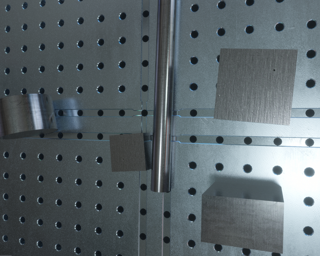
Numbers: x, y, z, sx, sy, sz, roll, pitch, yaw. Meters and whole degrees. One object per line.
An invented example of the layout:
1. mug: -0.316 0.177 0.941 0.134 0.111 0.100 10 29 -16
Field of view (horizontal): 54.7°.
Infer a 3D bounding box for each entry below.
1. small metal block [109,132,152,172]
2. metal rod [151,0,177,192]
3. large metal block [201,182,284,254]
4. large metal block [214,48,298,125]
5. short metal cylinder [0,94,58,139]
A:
1. small metal block: -0.040 0.033 0.426 0.050 0.025 0.050 -5 88 19
2. metal rod: 0.006 -0.066 0.409 0.025 0.025 0.298 2 91 19
3. large metal block: 0.095 0.096 0.350 0.080 0.080 0.050 1 91 19
4. large metal block: 0.111 -0.046 0.360 0.080 0.050 0.079 6 92 19
5. short metal cylinder: -0.194 -0.016 0.450 0.080 0.080 0.050 -12 86 19
